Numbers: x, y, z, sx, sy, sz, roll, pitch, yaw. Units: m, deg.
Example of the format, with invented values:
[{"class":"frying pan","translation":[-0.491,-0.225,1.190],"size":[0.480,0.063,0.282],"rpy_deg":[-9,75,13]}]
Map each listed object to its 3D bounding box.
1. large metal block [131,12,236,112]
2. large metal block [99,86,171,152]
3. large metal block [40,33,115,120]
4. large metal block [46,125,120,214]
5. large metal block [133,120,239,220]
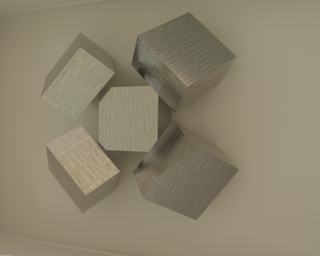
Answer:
[{"class":"large metal block","translation":[0.026,-0.079,0.364],"size":[0.080,0.050,0.080],"rpy_deg":[-34,74,-28]},{"class":"large metal block","translation":[-0.032,-0.012,0.406],"size":[0.080,0.050,0.080],"rpy_deg":[1,90,20]},{"class":"large metal block","translation":[-0.108,-0.071,0.409],"size":[0.050,0.080,0.080],"rpy_deg":[35,105,-28]},{"class":"large metal block","translation":[-0.103,0.056,0.410],"size":[0.080,0.050,0.080],"rpy_deg":[48,149,13]},{"class":"large metal block","translation":[0.029,0.050,0.362],"size":[0.080,0.050,0.080],"rpy_deg":[30,103,-29]}]
